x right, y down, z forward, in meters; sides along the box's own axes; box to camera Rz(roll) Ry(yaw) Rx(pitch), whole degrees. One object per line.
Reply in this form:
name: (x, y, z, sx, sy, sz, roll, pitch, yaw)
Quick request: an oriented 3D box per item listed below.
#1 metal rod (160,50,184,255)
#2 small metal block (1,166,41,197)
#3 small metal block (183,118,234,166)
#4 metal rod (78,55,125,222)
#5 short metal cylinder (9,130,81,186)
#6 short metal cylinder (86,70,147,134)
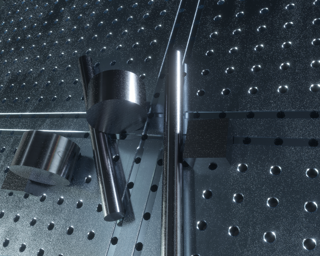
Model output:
metal rod: (0.016, 0.021, 0.386, 0.025, 0.025, 0.299, -12, 57, 22)
small metal block: (-0.205, 0.074, 0.471, 0.050, 0.025, 0.050, -2, 61, 27)
small metal block: (0.058, 0.017, 0.367, 0.050, 0.025, 0.050, -3, 60, 26)
metal rod: (-0.094, -0.006, 0.461, 0.025, 0.025, 0.299, -28, 52, 11)
short metal cylinder: (-0.157, 0.043, 0.429, 0.080, 0.080, 0.050, -3, 61, 26)
short metal cylinder: (-0.059, -0.034, 0.425, 0.080, 0.080, 0.050, -17, 55, 18)
